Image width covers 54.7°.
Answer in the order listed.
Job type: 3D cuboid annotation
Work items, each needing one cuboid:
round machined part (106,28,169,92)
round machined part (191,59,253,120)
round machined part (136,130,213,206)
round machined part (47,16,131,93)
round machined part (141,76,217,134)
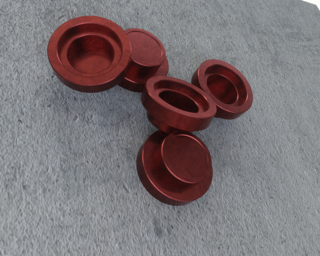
[{"bbox_3d":[-0.031,-0.102,0.441,0.099,0.042,0.098,14,56,-21],"label":"round machined part"},{"bbox_3d":[0.091,-0.055,0.479,0.099,0.042,0.098,14,56,-21],"label":"round machined part"},{"bbox_3d":[0.024,0.042,0.382,0.099,0.042,0.098,14,56,-21],"label":"round machined part"},{"bbox_3d":[-0.086,-0.088,0.389,0.099,0.042,0.098,2,70,-6],"label":"round machined part"},{"bbox_3d":[0.021,-0.026,0.409,0.099,0.042,0.098,16,33,-11],"label":"round machined part"}]
